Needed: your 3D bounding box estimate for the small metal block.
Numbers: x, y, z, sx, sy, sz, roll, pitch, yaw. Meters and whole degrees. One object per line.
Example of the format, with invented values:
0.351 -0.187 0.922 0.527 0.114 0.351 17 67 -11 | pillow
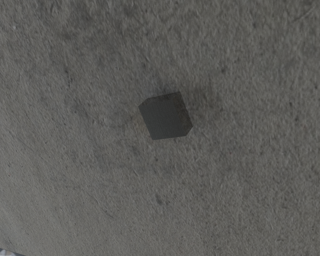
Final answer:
0.008 -0.015 0.394 0.050 0.025 0.050 -9 114 32 | small metal block
